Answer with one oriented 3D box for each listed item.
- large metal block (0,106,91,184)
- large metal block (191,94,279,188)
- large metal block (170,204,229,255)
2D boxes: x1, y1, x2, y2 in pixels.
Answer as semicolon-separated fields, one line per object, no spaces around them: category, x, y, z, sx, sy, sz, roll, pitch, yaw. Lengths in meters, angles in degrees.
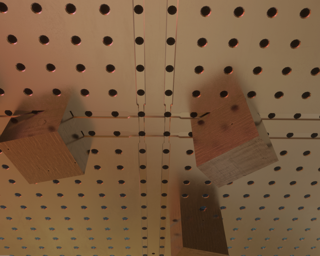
large metal block;-0.150;0.024;0.414;0.080;0.050;0.080;-11;130;8
large metal block;0.090;0.016;0.391;0.080;0.080;0.050;-31;124;23
large metal block;0.065;0.187;0.536;0.081;0.080;0.050;15;128;-13
